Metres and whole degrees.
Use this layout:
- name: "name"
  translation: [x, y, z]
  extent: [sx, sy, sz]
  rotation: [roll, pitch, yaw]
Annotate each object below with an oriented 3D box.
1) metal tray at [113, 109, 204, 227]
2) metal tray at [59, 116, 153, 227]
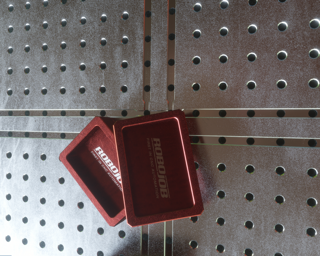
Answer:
- name: "metal tray"
  translation: [-0.003, 0.049, 0.385]
  extent: [0.090, 0.030, 0.130]
  rotation: [-11, 76, 2]
- name: "metal tray"
  translation: [-0.070, 0.058, 0.435]
  extent: [0.090, 0.030, 0.130]
  rotation: [-44, 76, 14]
